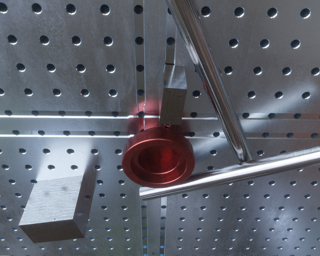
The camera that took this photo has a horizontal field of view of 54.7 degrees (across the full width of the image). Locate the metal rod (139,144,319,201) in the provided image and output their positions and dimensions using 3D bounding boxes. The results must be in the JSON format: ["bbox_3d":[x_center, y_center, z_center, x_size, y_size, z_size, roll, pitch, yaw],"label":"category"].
[{"bbox_3d":[0.103,0.065,0.438,0.300,0.025,0.025,-18,129,25],"label":"metal rod"}]

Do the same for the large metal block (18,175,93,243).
[{"bbox_3d":[-0.156,0.125,0.480,0.080,0.080,0.050,-8,130,6],"label":"large metal block"}]

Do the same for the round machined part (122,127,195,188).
[{"bbox_3d":[-0.002,0.037,0.432,0.099,0.042,0.097,-1,130,0],"label":"round machined part"}]

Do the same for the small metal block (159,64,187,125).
[{"bbox_3d":[0.014,-0.039,0.362,0.025,0.050,0.050,4,130,-4],"label":"small metal block"}]

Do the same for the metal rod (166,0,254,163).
[{"bbox_3d":[0.066,-0.049,0.371,0.025,0.025,0.299,-20,128,15],"label":"metal rod"}]
